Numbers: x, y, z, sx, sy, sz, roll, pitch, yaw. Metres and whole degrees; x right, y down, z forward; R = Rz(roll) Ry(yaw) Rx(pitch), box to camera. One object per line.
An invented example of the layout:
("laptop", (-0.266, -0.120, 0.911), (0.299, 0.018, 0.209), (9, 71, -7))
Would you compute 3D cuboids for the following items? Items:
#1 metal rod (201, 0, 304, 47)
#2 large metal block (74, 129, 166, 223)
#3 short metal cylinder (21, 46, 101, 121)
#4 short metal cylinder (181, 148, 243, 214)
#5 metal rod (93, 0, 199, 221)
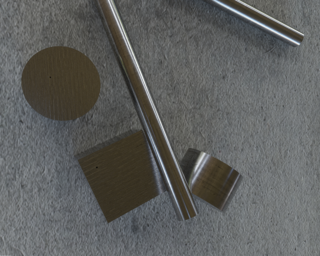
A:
("metal rod", (0.082, -0.184, 0.438), (0.302, 0.025, 0.025), (18, 84, -19))
("large metal block", (-0.048, 0.054, 0.378), (0.081, 0.050, 0.080), (-26, 99, -18))
("short metal cylinder", (-0.113, -0.048, 0.354), (0.081, 0.050, 0.079), (0, 90, -20))
("short metal cylinder", (0.059, 0.068, 0.402), (0.080, 0.080, 0.050), (34, 79, -17))
("metal rod", (-0.022, -0.038, 0.366), (0.025, 0.025, 0.299), (-19, 84, -19))
